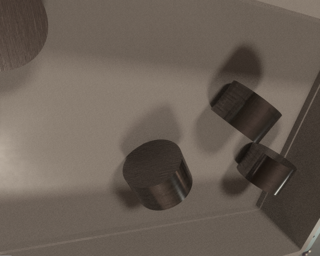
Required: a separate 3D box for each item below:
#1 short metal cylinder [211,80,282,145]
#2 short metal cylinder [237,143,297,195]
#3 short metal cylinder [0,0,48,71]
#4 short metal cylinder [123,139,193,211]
[{"bbox_3d":[0.118,-0.022,0.426,0.080,0.080,0.050,30,102,-38],"label":"short metal cylinder"},{"bbox_3d":[0.176,0.066,0.513,0.081,0.080,0.050,18,109,-36],"label":"short metal cylinder"},{"bbox_3d":[-0.140,-0.094,0.259,0.081,0.050,0.079,-14,125,-21],"label":"short metal cylinder"},{"bbox_3d":[-0.002,0.061,0.411,0.080,0.080,0.050,-31,129,-9],"label":"short metal cylinder"}]
